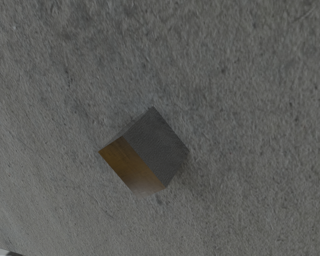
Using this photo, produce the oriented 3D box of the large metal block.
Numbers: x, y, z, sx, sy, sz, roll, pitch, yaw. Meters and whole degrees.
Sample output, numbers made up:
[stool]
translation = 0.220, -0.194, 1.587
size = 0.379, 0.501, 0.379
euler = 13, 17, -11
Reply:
[large metal block]
translation = -0.018, 0.030, 0.400
size = 0.050, 0.080, 0.080
euler = -32, 101, 38
